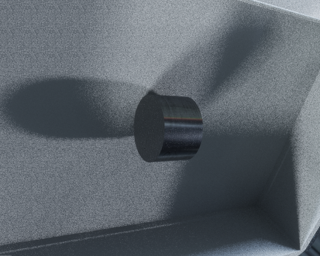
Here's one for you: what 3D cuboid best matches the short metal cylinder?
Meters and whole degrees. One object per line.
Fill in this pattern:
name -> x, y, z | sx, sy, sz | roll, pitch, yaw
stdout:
short metal cylinder -> 0.008, 0.001, 0.376 | 0.050, 0.080, 0.079 | 0, 118, -29
